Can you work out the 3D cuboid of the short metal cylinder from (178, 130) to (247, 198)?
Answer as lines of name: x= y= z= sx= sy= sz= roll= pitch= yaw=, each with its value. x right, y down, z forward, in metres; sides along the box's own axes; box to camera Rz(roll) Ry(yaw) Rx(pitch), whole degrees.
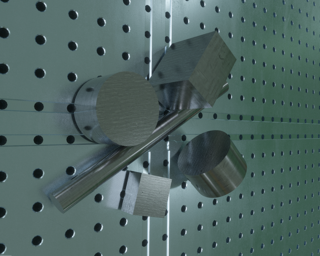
short metal cylinder: x=0.072 y=0.049 z=0.430 sx=0.050 sy=0.080 sz=0.080 roll=51 pitch=60 yaw=-28

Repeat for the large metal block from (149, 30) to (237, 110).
large metal block: x=0.039 y=-0.071 z=0.402 sx=0.050 sy=0.080 sz=0.080 roll=44 pitch=64 yaw=-32

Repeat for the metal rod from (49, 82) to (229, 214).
metal rod: x=-0.004 y=0.005 z=0.402 sx=0.302 sy=0.025 sz=0.025 roll=-35 pitch=112 yaw=-34

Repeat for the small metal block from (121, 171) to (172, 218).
small metal block: x=-0.016 y=0.084 z=0.391 sx=0.050 sy=0.025 sz=0.050 roll=19 pitch=78 yaw=-38

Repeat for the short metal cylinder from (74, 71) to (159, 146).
short metal cylinder: x=-0.048 y=-0.021 z=0.348 sx=0.081 sy=0.050 sz=0.079 roll=0 pitch=90 yaw=-40
